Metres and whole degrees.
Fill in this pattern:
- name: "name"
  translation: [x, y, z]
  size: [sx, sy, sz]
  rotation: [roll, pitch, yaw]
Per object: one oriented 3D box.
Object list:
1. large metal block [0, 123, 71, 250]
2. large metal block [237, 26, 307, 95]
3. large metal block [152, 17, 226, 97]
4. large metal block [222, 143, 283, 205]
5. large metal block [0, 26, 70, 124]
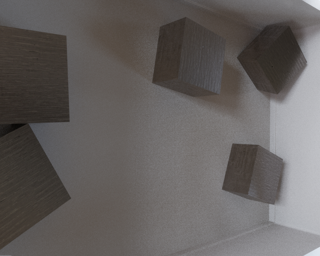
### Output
- name: "large metal block"
  translation: [-0.141, 0.050, 0.272]
  size: [0.081, 0.050, 0.080]
  rotation: [-35, 112, -34]
- name: "large metal block"
  translation: [0.194, -0.118, 0.536]
  size: [0.080, 0.050, 0.080]
  rotation: [-47, 120, -6]
- name: "large metal block"
  translation: [0.041, -0.092, 0.425]
  size: [0.081, 0.050, 0.080]
  rotation: [13, 82, -39]
- name: "large metal block"
  translation: [0.157, 0.077, 0.522]
  size: [0.080, 0.050, 0.080]
  rotation: [26, 74, -37]
- name: "large metal block"
  translation: [-0.132, -0.044, 0.279]
  size: [0.081, 0.050, 0.079]
  rotation: [-3, 92, -40]
